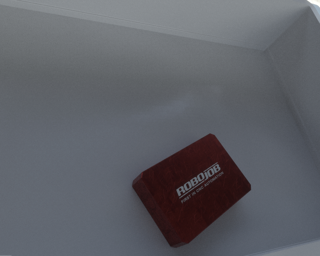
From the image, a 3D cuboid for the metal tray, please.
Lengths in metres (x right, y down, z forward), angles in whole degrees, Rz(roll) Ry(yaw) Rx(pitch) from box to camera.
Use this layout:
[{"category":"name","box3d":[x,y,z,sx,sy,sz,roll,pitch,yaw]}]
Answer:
[{"category":"metal tray","box3d":[0.043,0.071,0.382,0.131,0.030,0.090,-26,76,-37]}]
